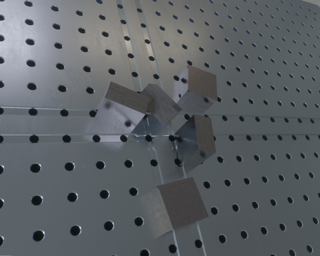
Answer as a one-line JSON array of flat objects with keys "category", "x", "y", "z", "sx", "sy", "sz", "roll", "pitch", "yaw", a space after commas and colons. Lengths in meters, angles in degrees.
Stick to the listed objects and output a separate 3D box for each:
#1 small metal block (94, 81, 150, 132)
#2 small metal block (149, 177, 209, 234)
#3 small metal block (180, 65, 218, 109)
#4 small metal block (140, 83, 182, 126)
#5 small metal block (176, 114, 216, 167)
[{"category": "small metal block", "x": -0.047, "y": -0.024, "z": 0.381, "sx": 0.050, "sy": 0.050, "sz": 0.025, "roll": 22, "pitch": 56, "yaw": -15}, {"category": "small metal block", "x": 0.022, "y": 0.090, "z": 0.365, "sx": 0.050, "sy": 0.025, "sz": 0.050, "roll": -8, "pitch": 66, "yaw": -32}, {"category": "small metal block", "x": 0.059, "y": -0.064, "z": 0.478, "sx": 0.050, "sy": 0.025, "sz": 0.050, "roll": 17, "pitch": 55, "yaw": -19}, {"category": "small metal block", "x": 0.000, "y": -0.032, "z": 0.411, "sx": 0.050, "sy": 0.025, "sz": 0.050, "roll": 45, "pitch": 12, "yaw": 3}, {"category": "small metal block", "x": 0.046, "y": 0.018, "z": 0.405, "sx": 0.025, "sy": 0.050, "sz": 0.050, "roll": 11, "pitch": 57, "yaw": -23}]
